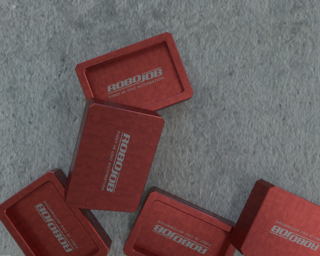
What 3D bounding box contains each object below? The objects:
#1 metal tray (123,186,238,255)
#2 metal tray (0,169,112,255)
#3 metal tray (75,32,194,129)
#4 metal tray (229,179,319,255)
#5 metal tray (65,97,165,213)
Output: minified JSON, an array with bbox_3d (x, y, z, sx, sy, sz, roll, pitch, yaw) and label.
[{"bbox_3d":[0.029,0.145,0.407,0.131,0.030,0.090,25,90,-1],"label":"metal tray"},{"bbox_3d":[-0.137,0.130,0.405,0.090,0.030,0.130,-35,90,-1],"label":"metal tray"},{"bbox_3d":[-0.033,-0.060,0.406,0.131,0.030,0.090,-20,90,-1],"label":"metal tray"},{"bbox_3d":[0.164,0.130,0.393,0.131,0.030,0.090,25,90,-16],"label":"metal tray"},{"bbox_3d":[-0.057,0.036,0.377,0.091,0.030,0.129,11,104,-23],"label":"metal tray"}]
